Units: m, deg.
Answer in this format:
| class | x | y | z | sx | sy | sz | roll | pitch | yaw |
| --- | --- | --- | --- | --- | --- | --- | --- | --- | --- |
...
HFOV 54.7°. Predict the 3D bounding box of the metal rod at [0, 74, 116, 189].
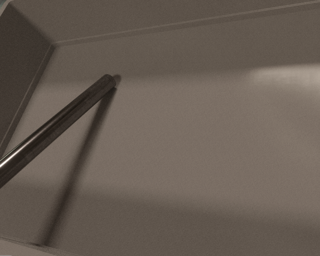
| class | x | y | z | sx | sy | sz | roll | pitch | yaw |
| --- | --- | --- | --- | --- | --- | --- | --- | --- | --- |
| metal rod | -0.150 | 0.013 | 0.395 | 0.025 | 0.025 | 0.301 | 6 | 39 | 31 |
